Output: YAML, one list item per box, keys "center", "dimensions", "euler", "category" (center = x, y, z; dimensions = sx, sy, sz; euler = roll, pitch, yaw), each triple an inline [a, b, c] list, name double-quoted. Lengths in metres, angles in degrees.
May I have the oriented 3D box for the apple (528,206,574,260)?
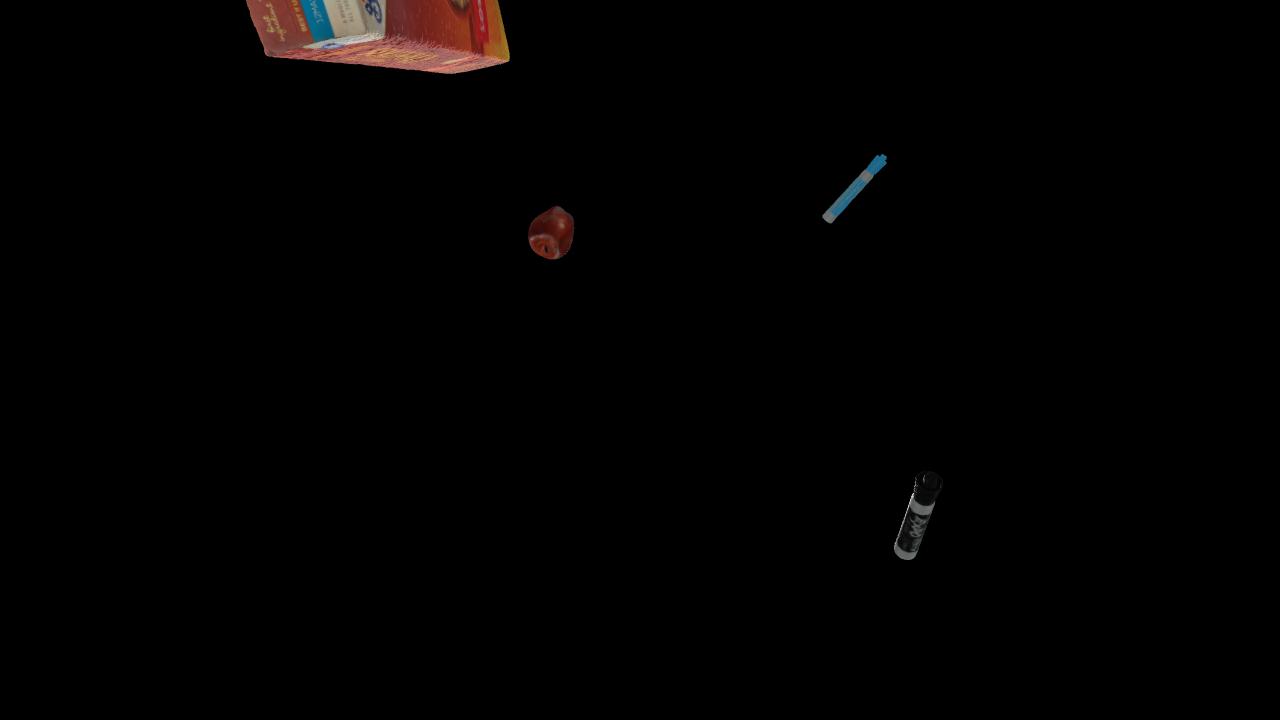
- center: [-0.150, -0.218, 1.063]
  dimensions: [0.079, 0.093, 0.079]
  euler: [12, -34, 8]
  category: "apple"

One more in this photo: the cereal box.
- center: [-0.195, -0.333, 0.461]
  dimensions: [0.081, 0.203, 0.306]
  euler: [-8, 21, 8]
  category: "cereal box"

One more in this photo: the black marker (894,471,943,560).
- center: [0.222, 0.126, 0.493]
  dimensions: [0.020, 0.020, 0.121]
  euler: [0, -42, 12]
  category: "black marker"

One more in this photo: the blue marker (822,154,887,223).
- center: [0.319, -0.254, 0.913]
  dimensions: [0.020, 0.020, 0.121]
  euler: [0, -38, -39]
  category: "blue marker"
